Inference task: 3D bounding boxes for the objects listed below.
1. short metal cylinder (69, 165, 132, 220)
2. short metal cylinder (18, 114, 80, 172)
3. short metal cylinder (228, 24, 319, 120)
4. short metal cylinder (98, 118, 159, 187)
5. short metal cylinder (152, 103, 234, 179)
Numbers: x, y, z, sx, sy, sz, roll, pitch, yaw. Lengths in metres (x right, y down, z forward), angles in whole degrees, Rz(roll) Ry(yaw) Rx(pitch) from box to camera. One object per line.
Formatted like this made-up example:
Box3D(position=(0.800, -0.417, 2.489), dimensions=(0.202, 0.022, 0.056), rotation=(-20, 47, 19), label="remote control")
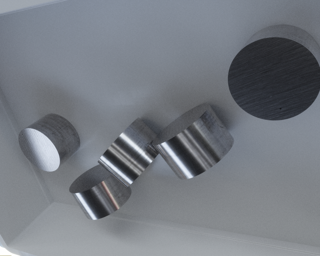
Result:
Box3D(position=(-0.091, 0.095, 0.480), dimensions=(0.080, 0.080, 0.050), rotation=(-14, 111, 34), label="short metal cylinder")
Box3D(position=(-0.178, 0.023, 0.501), dimensions=(0.080, 0.050, 0.079), rotation=(13, 124, 21), label="short metal cylinder")
Box3D(position=(0.112, -0.054, 0.300), dimensions=(0.080, 0.050, 0.079), rotation=(13, 124, 21), label="short metal cylinder")
Box3D(position=(-0.036, 0.032, 0.412), dimensions=(0.050, 0.080, 0.080), rotation=(42, 129, -1), label="short metal cylinder")
Box3D(position=(0.038, 0.015, 0.362), dimensions=(0.080, 0.080, 0.050), rotation=(-29, 102, 37), label="short metal cylinder")
